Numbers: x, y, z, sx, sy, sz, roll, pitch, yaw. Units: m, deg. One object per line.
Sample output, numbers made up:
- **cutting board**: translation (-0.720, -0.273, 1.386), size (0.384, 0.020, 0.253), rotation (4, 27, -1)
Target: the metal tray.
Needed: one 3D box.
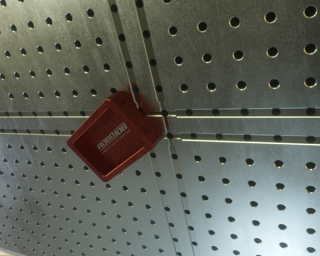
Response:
- **metal tray**: translation (-0.070, 0.017, 0.453), size (0.090, 0.030, 0.129), rotation (47, 129, -6)
